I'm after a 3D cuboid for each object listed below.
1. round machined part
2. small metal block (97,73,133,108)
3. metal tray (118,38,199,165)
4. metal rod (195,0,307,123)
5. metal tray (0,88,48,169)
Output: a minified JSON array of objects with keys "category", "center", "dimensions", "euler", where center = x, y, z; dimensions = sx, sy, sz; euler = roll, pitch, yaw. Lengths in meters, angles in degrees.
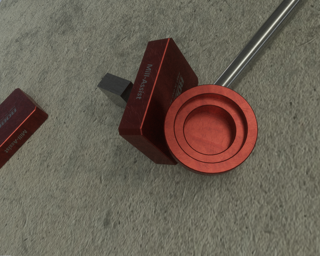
[{"category":"round machined part","center":[0.054,0.005,0.345],"dimensions":[0.099,0.042,0.098],"euler":[-1,75,3]},{"category":"small metal block","center":[-0.054,-0.049,0.444],"dimensions":[0.050,0.050,0.025],"euler":[25,75,36]},{"category":"metal tray","center":[0.004,-0.031,0.376],"dimensions":[0.030,0.090,0.130],"euler":[0,62,32]},{"category":"metal rod","center":[0.137,-0.119,0.404],"dimensions":[0.025,0.025,0.300],"euler":[34,80,38]},{"category":"metal tray","center":[-0.265,0.001,0.536],"dimensions":[0.130,0.030,0.090],"euler":[-49,52,-7]}]
